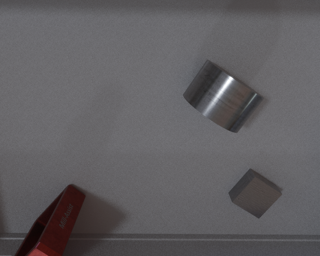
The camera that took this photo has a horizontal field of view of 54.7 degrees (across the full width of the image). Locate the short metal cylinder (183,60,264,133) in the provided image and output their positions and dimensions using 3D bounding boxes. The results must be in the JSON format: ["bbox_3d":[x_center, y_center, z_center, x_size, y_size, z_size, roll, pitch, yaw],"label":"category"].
[{"bbox_3d":[0.075,-0.038,0.369,0.080,0.080,0.050,31,107,-11],"label":"short metal cylinder"}]

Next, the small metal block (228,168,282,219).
[{"bbox_3d":[0.137,0.095,0.448,0.050,0.025,0.050,33,107,-12],"label":"small metal block"}]

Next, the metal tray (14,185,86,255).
[{"bbox_3d":[-0.150,0.143,0.406,0.030,0.130,0.090,41,105,-14],"label":"metal tray"}]
